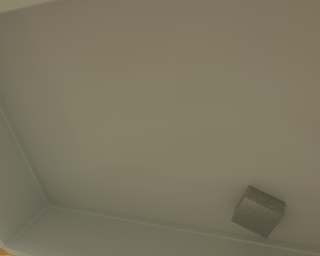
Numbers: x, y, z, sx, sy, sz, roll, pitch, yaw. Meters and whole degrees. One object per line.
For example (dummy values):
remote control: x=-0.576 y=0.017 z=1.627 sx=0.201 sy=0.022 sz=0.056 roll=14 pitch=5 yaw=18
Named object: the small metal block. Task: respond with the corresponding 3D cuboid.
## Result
small metal block: x=0.129 y=0.111 z=0.409 sx=0.050 sy=0.025 sz=0.050 roll=25 pitch=127 yaw=12
